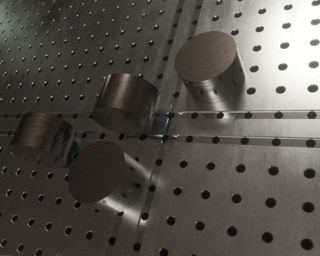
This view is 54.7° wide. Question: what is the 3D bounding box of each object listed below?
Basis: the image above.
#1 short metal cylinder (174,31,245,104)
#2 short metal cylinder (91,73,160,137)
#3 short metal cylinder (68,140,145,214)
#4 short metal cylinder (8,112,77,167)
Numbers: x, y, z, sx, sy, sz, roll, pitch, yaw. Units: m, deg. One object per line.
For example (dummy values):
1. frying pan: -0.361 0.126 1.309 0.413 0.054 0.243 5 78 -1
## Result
1. short metal cylinder: 0.066 -0.079 0.405 0.080 0.050 0.080 -13 57 20
2. short metal cylinder: -0.044 -0.029 0.412 0.080 0.080 0.050 0 62 28
3. short metal cylinder: -0.066 0.062 0.387 0.080 0.050 0.080 -13 56 20
4. short metal cylinder: -0.167 0.019 0.447 0.080 0.080 0.050 -3 61 26
